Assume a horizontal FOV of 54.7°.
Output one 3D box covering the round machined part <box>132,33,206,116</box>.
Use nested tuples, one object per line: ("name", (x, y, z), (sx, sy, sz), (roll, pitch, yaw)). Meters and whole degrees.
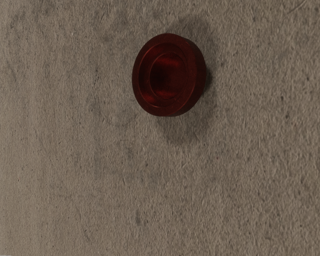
("round machined part", (0.015, -0.062, 0.380), (0.098, 0.042, 0.097), (0, 90, 39))
